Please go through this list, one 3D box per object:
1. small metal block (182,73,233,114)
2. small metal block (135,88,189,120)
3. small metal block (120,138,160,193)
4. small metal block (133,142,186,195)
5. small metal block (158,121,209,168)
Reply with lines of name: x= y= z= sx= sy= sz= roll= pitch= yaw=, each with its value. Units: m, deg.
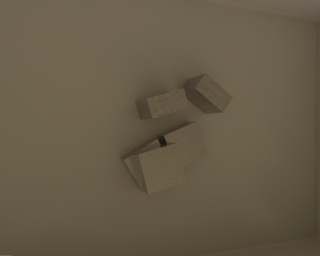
small metal block: x=0.061 y=-0.045 z=0.420 sx=0.050 sy=0.050 sz=0.025 roll=38 pitch=78 yaw=-16
small metal block: x=0.002 y=-0.030 z=0.398 sx=0.050 sy=0.050 sz=0.025 roll=-18 pitch=96 yaw=-19
small metal block: x=-0.016 y=0.048 z=0.405 sx=0.050 sy=0.025 sz=0.050 roll=-32 pitch=101 yaw=-17
small metal block: x=-0.001 y=0.048 z=0.384 sx=0.050 sy=0.025 sz=0.050 roll=-15 pitch=95 yaw=-19
small metal block: x=0.031 y=0.024 z=0.422 sx=0.050 sy=0.025 sz=0.050 roll=-23 pitch=98 yaw=-19
